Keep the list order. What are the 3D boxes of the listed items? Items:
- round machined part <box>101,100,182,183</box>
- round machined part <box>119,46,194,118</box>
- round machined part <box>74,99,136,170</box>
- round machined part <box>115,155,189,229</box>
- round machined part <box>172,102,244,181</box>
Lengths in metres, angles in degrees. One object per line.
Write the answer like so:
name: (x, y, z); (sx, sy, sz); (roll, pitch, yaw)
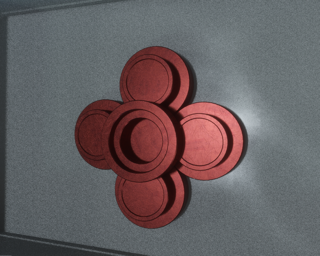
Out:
round machined part: (-0.019, 0.015, 0.384); (0.098, 0.042, 0.097); (0, 90, 20)
round machined part: (-0.009, -0.058, 0.401); (0.098, 0.042, 0.097); (0, 90, 20)
round machined part: (-0.077, 0.009, 0.426); (0.098, 0.042, 0.097); (0, 90, 20)
round machined part: (-0.015, 0.083, 0.405); (0.098, 0.042, 0.097); (-1, 88, 18)
round machined part: (0.052, 0.016, 0.381); (0.098, 0.042, 0.097); (0, 90, 20)
